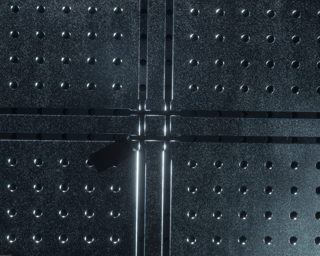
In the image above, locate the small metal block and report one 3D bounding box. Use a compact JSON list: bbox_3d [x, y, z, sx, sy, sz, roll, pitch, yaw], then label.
[{"bbox_3d":[-0.058,0.032,0.400,0.050,0.050,0.025,-29,90,0],"label":"small metal block"}]
